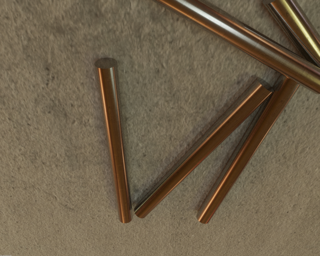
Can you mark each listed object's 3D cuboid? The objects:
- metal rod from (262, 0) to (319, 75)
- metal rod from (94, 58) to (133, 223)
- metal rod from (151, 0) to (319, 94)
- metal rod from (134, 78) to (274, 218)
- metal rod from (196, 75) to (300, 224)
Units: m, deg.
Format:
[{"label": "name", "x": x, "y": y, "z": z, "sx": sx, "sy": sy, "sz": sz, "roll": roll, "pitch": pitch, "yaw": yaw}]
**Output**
[{"label": "metal rod", "x": 0.215, "y": -0.048, "z": 0.369, "sx": 0.025, "sy": 0.025, "sz": 0.301, "roll": -37, "pitch": 122, "yaw": 27}, {"label": "metal rod", "x": -0.060, "y": 0.041, "z": 0.441, "sx": 0.025, "sy": 0.025, "sz": 0.298, "roll": 0, "pitch": 130, "yaw": 0}, {"label": "metal rod", "x": 0.045, "y": -0.109, "z": 0.301, "sx": 0.302, "sy": 0.025, "sz": 0.025, "roll": 24, "pitch": 126, "yaw": -15}, {"label": "metal rod", "x": 0.046, "y": 0.046, "z": 0.447, "sx": 0.025, "sy": 0.025, "sz": 0.298, "roll": 25, "pitch": 126, "yaw": -20}, {"label": "metal rod", "x": 0.115, "y": 0.047, "z": 0.448, "sx": 0.025, "sy": 0.025, "sz": 0.298, "roll": 12, "pitch": 129, "yaw": -10}]
